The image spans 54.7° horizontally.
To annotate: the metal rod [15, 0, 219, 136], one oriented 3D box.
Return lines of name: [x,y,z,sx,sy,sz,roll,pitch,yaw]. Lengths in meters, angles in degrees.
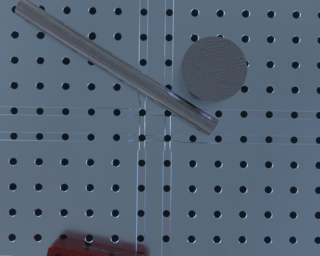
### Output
metal rod: [-0.056,-0.080,0.412,0.301,0.025,0.025,32,90,-1]

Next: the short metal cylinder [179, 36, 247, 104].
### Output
short metal cylinder: [0.066,-0.072,0.402,0.081,0.050,0.079,0,90,-1]

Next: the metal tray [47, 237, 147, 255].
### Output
metal tray: [-0.087,0.205,0.409,0.131,0.030,0.089,12,90,-1]
